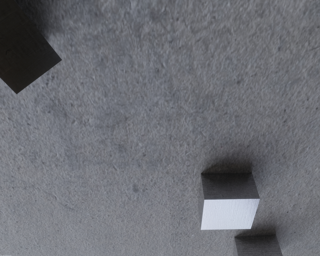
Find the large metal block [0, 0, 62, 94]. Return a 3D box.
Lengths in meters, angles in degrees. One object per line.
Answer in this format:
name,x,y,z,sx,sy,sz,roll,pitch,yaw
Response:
large metal block,-0.146,-0.086,0.286,0.050,0.080,0.080,-42,126,-10

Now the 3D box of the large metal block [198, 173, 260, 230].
large metal block,0.105,0.117,0.492,0.081,0.050,0.079,-1,130,0

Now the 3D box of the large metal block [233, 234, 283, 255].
large metal block,0.191,0.257,0.613,0.080,0.050,0.080,-5,130,4
